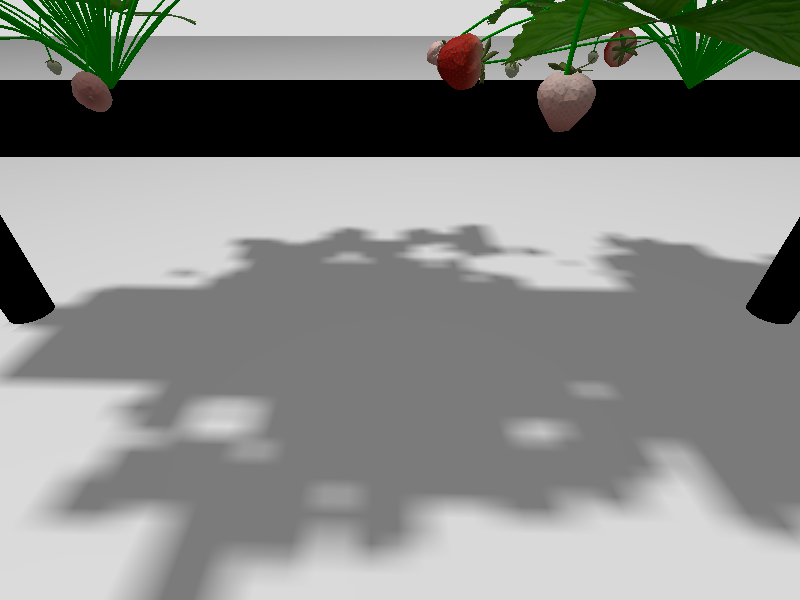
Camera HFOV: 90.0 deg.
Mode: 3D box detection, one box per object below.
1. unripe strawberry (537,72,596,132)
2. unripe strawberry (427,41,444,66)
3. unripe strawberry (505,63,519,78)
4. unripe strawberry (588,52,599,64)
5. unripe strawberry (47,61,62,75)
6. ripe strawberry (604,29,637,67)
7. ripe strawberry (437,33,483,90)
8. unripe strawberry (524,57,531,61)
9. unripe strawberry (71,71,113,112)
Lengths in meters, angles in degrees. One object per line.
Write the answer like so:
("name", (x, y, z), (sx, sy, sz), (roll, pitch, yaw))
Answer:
("unripe strawberry", (0.074, -0.090, 0.182), (0.021, 0.025, 0.025), (-29, 44, -35))
("unripe strawberry", (0.042, -0.273, 0.446), (0.028, 0.025, 0.026), (-31, 25, -37))
("unripe strawberry", (0.082, -0.168, 0.294), (0.010, 0.010, 0.009), (-3, 35, -4))
("unripe strawberry", (0.196, -0.247, 0.408), (0.011, 0.011, 0.010), (-7, 35, -11))
("unripe strawberry", (-0.327, -0.220, 0.379), (0.011, 0.011, 0.011), (26, 42, 32))
("ripe strawberry", (0.248, -0.284, 0.452), (0.032, 0.036, 0.035), (4, 34, 6))
("ripe strawberry", (0.044, -0.175, 0.294), (0.034, 0.035, 0.031), (-2, 35, -2))
("unripe strawberry", (0.144, -0.277, 0.454), (0.011, 0.010, 0.010), (-14, 37, -20))
("unripe strawberry", (-0.168, -0.113, 0.218), (0.017, 0.020, 0.019), (-17, 43, -23))
